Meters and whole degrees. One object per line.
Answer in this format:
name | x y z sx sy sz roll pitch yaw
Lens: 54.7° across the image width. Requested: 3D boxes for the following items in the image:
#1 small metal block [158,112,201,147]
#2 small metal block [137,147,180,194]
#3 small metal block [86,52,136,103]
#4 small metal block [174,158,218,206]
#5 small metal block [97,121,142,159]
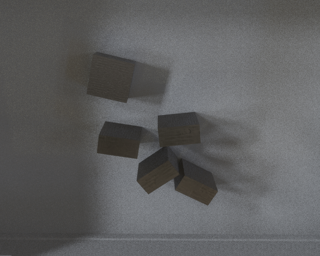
small metal block | 0.023 0.001 0.399 0.050 0.050 0.025 -6 110 1
small metal block | -0.002 0.055 0.418 0.050 0.050 0.025 -34 107 11
small metal block | -0.060 -0.063 0.387 0.050 0.025 0.050 13 110 -5
small metal block | 0.047 0.073 0.426 0.050 0.050 0.025 27 108 -10
small metal block | -0.051 0.015 0.403 0.050 0.050 0.025 9 110 -4
